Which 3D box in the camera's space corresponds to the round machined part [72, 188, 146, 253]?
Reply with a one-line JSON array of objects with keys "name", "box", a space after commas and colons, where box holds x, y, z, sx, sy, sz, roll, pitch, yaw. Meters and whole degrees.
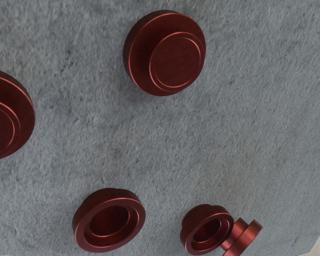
[{"name": "round machined part", "box": [-0.073, 0.123, 0.433, 0.099, 0.042, 0.097, -14, 125, -21]}]

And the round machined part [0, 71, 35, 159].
[{"name": "round machined part", "box": [-0.173, -0.006, 0.298, 0.099, 0.042, 0.097, -14, 125, -21]}]

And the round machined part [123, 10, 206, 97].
[{"name": "round machined part", "box": [0.011, -0.080, 0.354, 0.099, 0.042, 0.097, -14, 125, -21]}]

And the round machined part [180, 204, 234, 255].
[{"name": "round machined part", "box": [0.078, 0.174, 0.549, 0.099, 0.042, 0.097, -14, 124, -21]}]

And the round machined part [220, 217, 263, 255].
[{"name": "round machined part", "box": [0.148, 0.211, 0.593, 0.098, 0.042, 0.098, -40, 156, -21]}]
